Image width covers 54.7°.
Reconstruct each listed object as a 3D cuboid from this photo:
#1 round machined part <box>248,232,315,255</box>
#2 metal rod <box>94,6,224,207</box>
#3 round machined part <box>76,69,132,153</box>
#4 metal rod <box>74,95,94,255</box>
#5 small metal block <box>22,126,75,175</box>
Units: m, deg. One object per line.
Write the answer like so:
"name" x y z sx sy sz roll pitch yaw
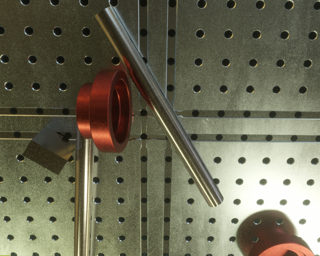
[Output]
"round machined part" 0.185 0.203 0.481 0.099 0.042 0.097 0 110 0
"metal rod" 0.007 -0.015 0.407 0.025 0.025 0.299 -28 108 10
"round machined part" -0.066 -0.020 0.367 0.042 0.098 0.097 1 111 9
"metal rod" -0.110 0.099 0.448 0.025 0.025 0.298 6 110 -2
"small metal block" -0.143 0.029 0.409 0.050 0.050 0.025 33 107 -11
